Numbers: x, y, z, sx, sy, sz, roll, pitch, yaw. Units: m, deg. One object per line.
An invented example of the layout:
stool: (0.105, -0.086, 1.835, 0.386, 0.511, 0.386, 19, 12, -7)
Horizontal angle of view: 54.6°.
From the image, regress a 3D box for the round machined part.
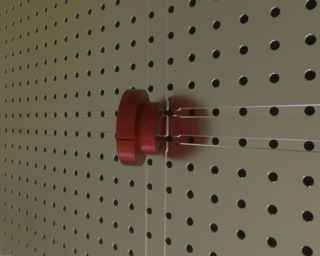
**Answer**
round machined part: (-0.020, 0.000, 0.392, 0.042, 0.098, 0.097, 3, 92, 9)
